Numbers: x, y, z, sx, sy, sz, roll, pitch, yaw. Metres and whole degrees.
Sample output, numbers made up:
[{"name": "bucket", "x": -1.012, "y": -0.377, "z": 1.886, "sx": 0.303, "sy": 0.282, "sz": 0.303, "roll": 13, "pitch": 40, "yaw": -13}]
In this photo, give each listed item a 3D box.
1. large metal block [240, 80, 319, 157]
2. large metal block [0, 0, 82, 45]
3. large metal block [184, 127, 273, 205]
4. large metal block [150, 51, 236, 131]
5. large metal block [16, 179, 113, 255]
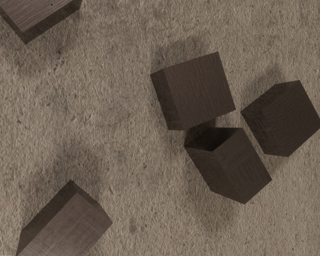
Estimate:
[{"name": "large metal block", "x": 0.183, "y": -0.014, "z": 0.465, "sx": 0.080, "sy": 0.050, "sz": 0.080, "roll": -37, "pitch": 102, "yaw": -17}, {"name": "large metal block", "x": -0.144, "y": -0.154, "z": 0.342, "sx": 0.080, "sy": 0.050, "sz": 0.080, "roll": -41, "pitch": 104, "yaw": -16}, {"name": "large metal block", "x": 0.088, "y": 0.046, "z": 0.414, "sx": 0.050, "sy": 0.080, "sz": 0.080, "roll": -36, "pitch": 102, "yaw": -17}, {"name": "large metal block", "x": 0.043, "y": -0.048, "z": 0.413, "sx": 0.081, "sy": 0.050, "sz": 0.080, "roll": -21, "pitch": 97, "yaw": -19}, {"name": "large metal block", "x": -0.106, "y": 0.109, "z": 0.341, "sx": 0.050, "sy": 0.080, "sz": 0.080, "roll": 46, "pitch": 76, "yaw": -15}]
